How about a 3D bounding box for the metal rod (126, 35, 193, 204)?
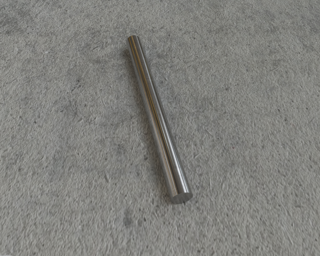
[{"bbox_3d":[-0.011,-0.035,0.432,0.025,0.025,0.300,-10,51,-8],"label":"metal rod"}]
